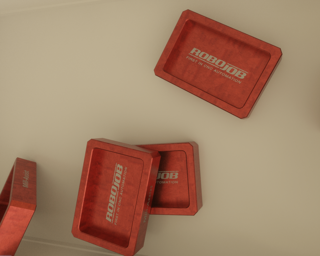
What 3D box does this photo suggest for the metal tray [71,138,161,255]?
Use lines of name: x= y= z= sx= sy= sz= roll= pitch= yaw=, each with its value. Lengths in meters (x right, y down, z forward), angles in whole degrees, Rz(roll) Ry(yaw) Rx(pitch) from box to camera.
metal tray: x=-0.057 y=0.085 z=0.394 sx=0.090 sy=0.030 sz=0.129 roll=12 pitch=94 yaw=19

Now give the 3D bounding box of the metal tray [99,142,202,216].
metal tray: x=-0.013 y=0.066 z=0.411 sx=0.130 sy=0.030 sz=0.089 roll=-4 pitch=89 yaw=19

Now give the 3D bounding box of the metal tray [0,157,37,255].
metal tray: x=-0.205 y=0.109 z=0.434 sx=0.030 sy=0.130 sz=0.090 roll=23 pitch=100 yaw=-27

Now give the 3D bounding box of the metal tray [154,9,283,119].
metal tray: x=0.069 y=-0.078 z=0.383 sx=0.130 sy=0.030 sz=0.090 roll=30 pitch=99 yaw=17
